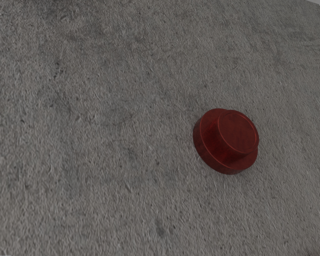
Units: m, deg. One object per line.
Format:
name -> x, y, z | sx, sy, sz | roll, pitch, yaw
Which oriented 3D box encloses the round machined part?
round machined part -> 0.100, 0.013, 0.438 | 0.099, 0.042, 0.098 | 14, 56, -21
